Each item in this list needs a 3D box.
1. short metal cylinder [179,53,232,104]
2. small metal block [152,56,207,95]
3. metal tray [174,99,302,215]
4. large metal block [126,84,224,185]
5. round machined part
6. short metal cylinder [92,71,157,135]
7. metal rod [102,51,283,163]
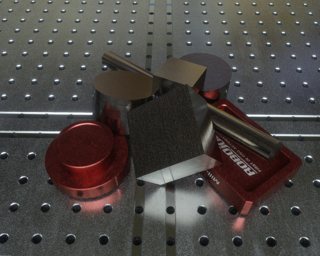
[{"bbox_3d":[0.057,-0.062,0.440,0.081,0.050,0.080,0,50,0],"label":"short metal cylinder"},{"bbox_3d":[0.025,-0.060,0.385,0.050,0.025,0.050,21,45,17],"label":"small metal block"},{"bbox_3d":[0.089,0.028,0.376,0.091,0.030,0.130,-29,56,-23],"label":"metal tray"},{"bbox_3d":[0.015,0.010,0.344,0.080,0.050,0.080,-23,62,24],"label":"large metal block"},{"bbox_3d":[-0.086,0.029,0.366,0.099,0.042,0.098,0,50,0],"label":"round machined part"},{"bbox_3d":[-0.046,-0.035,0.401,0.081,0.050,0.080,7,33,-4],"label":"short metal cylinder"},{"bbox_3d":[0.018,-0.043,0.407,0.025,0.025,0.300,-35,49,-26],"label":"metal rod"}]
